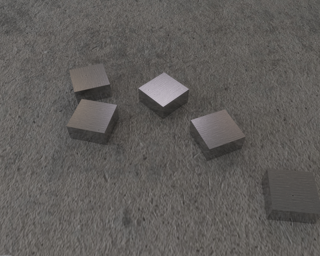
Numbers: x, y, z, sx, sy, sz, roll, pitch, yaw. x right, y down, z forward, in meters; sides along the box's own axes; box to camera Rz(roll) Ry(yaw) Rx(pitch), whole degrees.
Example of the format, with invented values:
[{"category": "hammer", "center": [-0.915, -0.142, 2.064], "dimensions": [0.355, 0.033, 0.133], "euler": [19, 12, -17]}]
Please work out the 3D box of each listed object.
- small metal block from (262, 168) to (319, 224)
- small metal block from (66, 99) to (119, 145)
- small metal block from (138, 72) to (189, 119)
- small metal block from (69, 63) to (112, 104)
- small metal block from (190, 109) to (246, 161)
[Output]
[{"category": "small metal block", "center": [0.143, 0.074, 0.341], "dimensions": [0.050, 0.025, 0.050], "euler": [5, 50, 4]}, {"category": "small metal block", "center": [-0.087, -0.009, 0.410], "dimensions": [0.050, 0.025, 0.050], "euler": [10, 51, 8]}, {"category": "small metal block", "center": [0.005, -0.047, 0.443], "dimensions": [0.050, 0.025, 0.050], "euler": [-36, 59, -26]}, {"category": "small metal block", "center": [-0.103, -0.066, 0.458], "dimensions": [0.050, 0.025, 0.050], "euler": [-15, 52, -12]}, {"category": "small metal block", "center": [0.072, 0.008, 0.397], "dimensions": [0.050, 0.025, 0.050], "euler": [-18, 52, -15]}]
